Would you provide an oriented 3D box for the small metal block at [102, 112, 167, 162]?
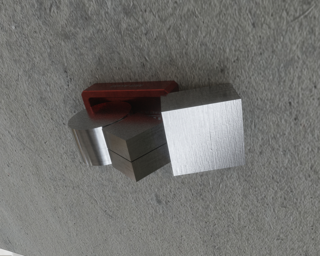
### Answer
[{"bbox_3d":[-0.028,0.008,0.344,0.050,0.050,0.025,21,130,49],"label":"small metal block"}]

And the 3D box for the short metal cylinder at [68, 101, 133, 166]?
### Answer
[{"bbox_3d":[-0.070,0.005,0.396,0.080,0.080,0.050,1,119,27],"label":"short metal cylinder"}]

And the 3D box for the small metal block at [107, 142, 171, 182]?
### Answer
[{"bbox_3d":[-0.023,0.031,0.355,0.050,0.050,0.025,21,130,49],"label":"small metal block"}]

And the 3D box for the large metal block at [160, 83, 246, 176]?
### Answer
[{"bbox_3d":[0.048,0.001,0.349,0.080,0.050,0.079,-10,117,3],"label":"large metal block"}]

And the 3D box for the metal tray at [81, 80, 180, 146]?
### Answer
[{"bbox_3d":[-0.034,-0.014,0.414,0.130,0.030,0.089,2,120,27],"label":"metal tray"}]
